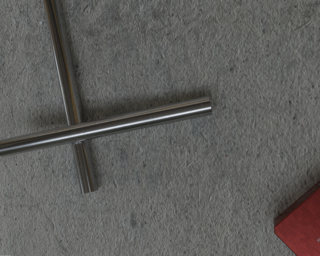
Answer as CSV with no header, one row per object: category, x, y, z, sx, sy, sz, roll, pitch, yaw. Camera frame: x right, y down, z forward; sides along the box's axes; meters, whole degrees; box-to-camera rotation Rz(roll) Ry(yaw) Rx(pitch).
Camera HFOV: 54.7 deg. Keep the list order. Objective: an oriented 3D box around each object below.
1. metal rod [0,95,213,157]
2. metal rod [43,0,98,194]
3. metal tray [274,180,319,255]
metal rod,-0.082,0.000,0.415,0.301,0.025,0.025,-11,86,11
metal rod,-0.132,-0.054,0.454,0.025,0.025,0.298,-14,85,19
metal tray,0.203,0.099,0.335,0.090,0.030,0.130,46,104,14
